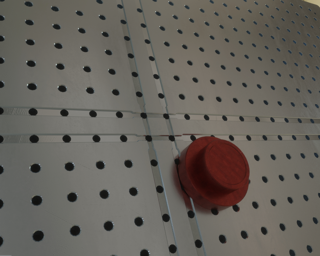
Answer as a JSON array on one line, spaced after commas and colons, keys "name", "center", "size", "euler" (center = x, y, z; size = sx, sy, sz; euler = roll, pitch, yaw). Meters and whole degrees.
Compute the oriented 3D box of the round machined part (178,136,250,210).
[{"name": "round machined part", "center": [0.077, 0.054, 0.405], "size": [0.099, 0.042, 0.098], "euler": [13, 56, -21]}]
